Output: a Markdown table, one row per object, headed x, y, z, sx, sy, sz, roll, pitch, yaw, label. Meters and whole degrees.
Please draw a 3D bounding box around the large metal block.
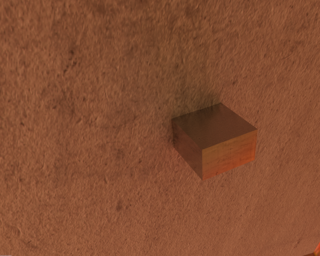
| x | y | z | sx | sy | sz | roll | pitch | yaw | label |
| --- | --- | --- | --- | --- | --- | --- | --- | --- | --- |
| 0.071 | 0.015 | 0.418 | 0.081 | 0.080 | 0.050 | -18 | 126 | -18 | large metal block |
